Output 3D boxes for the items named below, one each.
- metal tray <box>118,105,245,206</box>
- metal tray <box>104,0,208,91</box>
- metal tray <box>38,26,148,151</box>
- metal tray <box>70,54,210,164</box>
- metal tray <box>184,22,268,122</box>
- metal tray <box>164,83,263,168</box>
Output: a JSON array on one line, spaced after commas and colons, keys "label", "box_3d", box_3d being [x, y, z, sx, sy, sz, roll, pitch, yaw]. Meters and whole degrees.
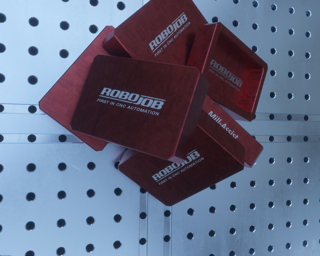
[{"label": "metal tray", "box_3d": [0.023, 0.038, 0.370, 0.090, 0.129, 0.030, 40, 39, -16]}, {"label": "metal tray", "box_3d": [0.005, -0.114, 0.391, 0.090, 0.030, 0.130, 49, 61, -17]}, {"label": "metal tray", "box_3d": [-0.072, -0.048, 0.383, 0.090, 0.030, 0.130, 41, 77, -17]}, {"label": "metal tray", "box_3d": [-0.024, -0.024, 0.323, 0.030, 0.130, 0.090, 30, 76, -61]}, {"label": "metal tray", "box_3d": [0.091, -0.070, 0.417, 0.131, 0.030, 0.090, 22, 82, -41]}, {"label": "metal tray", "box_3d": [0.057, -0.003, 0.398, 0.130, 0.090, 0.030, 40, 77, -16]}]
